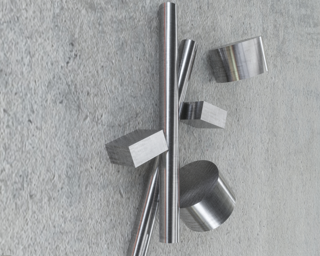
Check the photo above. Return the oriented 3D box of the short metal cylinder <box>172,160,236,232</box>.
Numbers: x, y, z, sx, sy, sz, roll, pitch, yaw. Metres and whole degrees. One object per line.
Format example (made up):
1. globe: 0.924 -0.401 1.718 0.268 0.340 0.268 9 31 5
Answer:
1. short metal cylinder: 0.053 0.089 0.413 0.080 0.080 0.050 -51 120 -28

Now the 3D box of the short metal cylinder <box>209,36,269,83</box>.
1. short metal cylinder: 0.118 -0.104 0.468 0.081 0.080 0.050 -27 107 -37

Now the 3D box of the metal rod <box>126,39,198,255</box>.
1. metal rod: 0.006 0.023 0.409 0.025 0.025 0.299 23 75 -38

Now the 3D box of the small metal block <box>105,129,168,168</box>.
1. small metal block: -0.028 0.022 0.365 0.050 0.050 0.025 -26 107 -37

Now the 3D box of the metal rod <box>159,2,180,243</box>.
1. metal rod: 0.011 -0.014 0.389 0.025 0.025 0.298 8 78 -40

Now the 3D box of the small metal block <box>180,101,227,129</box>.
1. small metal block: 0.057 -0.017 0.437 0.050 0.050 0.025 18 79 -39
